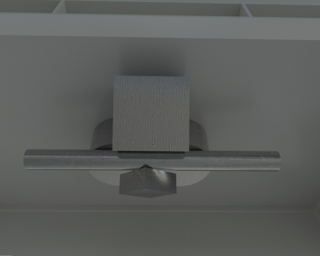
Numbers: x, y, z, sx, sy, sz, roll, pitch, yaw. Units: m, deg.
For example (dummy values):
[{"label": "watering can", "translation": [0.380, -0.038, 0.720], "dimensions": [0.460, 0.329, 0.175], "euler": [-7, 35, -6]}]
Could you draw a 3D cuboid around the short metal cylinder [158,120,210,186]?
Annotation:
[{"label": "short metal cylinder", "translation": [0.027, 0.034, 0.421], "dimensions": [0.081, 0.050, 0.079], "euler": [0, 130, 0]}]

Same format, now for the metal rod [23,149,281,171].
[{"label": "metal rod", "translation": [-0.008, 0.039, 0.375], "dimensions": [0.302, 0.025, 0.025], "euler": [1, 130, -1]}]

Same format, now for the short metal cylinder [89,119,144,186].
[{"label": "short metal cylinder", "translation": [-0.054, 0.033, 0.418], "dimensions": [0.081, 0.050, 0.079], "euler": [0, 130, 0]}]

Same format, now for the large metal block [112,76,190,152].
[{"label": "large metal block", "translation": [-0.009, -0.014, 0.352], "dimensions": [0.081, 0.050, 0.080], "euler": [1, 87, -1]}]

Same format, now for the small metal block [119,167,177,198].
[{"label": "small metal block", "translation": [-0.015, 0.070, 0.387], "dimensions": [0.050, 0.025, 0.050], "euler": [18, 152, -39]}]
